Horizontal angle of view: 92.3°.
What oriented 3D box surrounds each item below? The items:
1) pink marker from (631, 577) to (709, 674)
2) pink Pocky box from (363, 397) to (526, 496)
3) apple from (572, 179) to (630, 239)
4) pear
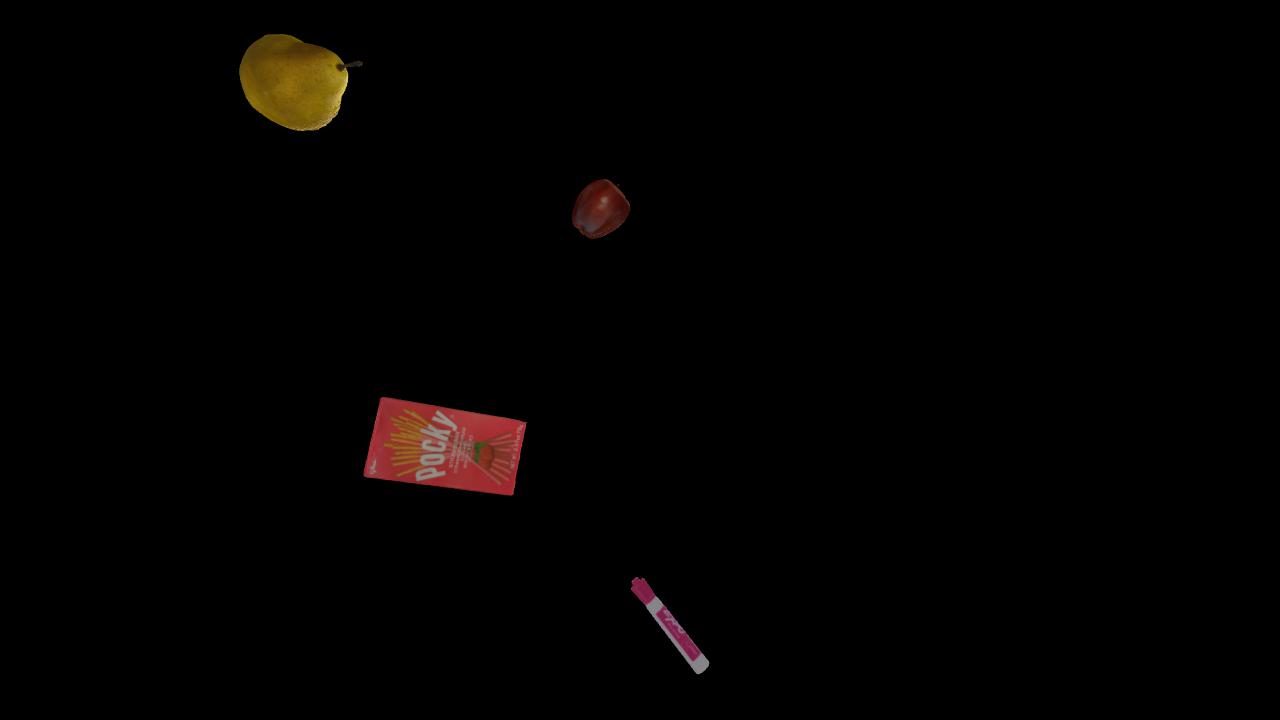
[{"bbox_3d":[0.031,0.290,0.676,0.020,0.121,0.020,-38,-4,-4],"label":"pink marker"},{"bbox_3d":[-0.205,0.094,0.659,0.155,0.084,0.029,13,-10,-21],"label":"pink Pocky box"},{"bbox_3d":[-0.061,-0.232,0.941,0.079,0.093,0.079,43,1,-1],"label":"apple"},{"bbox_3d":[-0.287,-0.242,0.527,0.111,0.080,0.080,-3,-2,37],"label":"pear"}]
